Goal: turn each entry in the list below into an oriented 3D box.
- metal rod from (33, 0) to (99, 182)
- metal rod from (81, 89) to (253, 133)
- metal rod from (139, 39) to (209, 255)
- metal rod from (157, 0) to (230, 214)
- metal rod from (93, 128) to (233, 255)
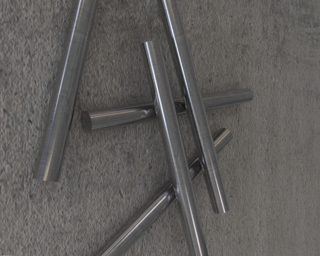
[{"bbox_3d":[-0.088,-0.094,0.330,0.025,0.025,0.299,17,79,-39],"label":"metal rod"},{"bbox_3d":[0.034,-0.031,0.432,0.302,0.025,0.025,-12,98,-39],"label":"metal rod"},{"bbox_3d":[0.022,0.042,0.388,0.025,0.025,0.298,-22,104,-38],"label":"metal rod"},{"bbox_3d":[0.047,-0.023,0.410,0.025,0.025,0.298,-27,107,-37],"label":"metal rod"},{"bbox_3d":[0.007,0.091,0.410,0.302,0.025,0.025,-40,115,-33],"label":"metal rod"}]
